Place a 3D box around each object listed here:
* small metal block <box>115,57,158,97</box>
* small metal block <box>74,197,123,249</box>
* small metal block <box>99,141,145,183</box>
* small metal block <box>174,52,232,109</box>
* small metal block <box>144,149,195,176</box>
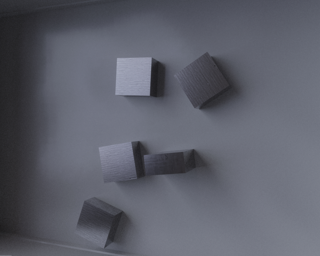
[{"bbox_3d":[-0.031,-0.068,0.421,0.050,0.025,0.050,3,91,20],"label":"small metal block"},{"bbox_3d":[-0.087,0.134,0.441,0.050,0.025,0.050,20,97,18],"label":"small metal block"},{"bbox_3d":[-0.053,0.047,0.429,0.050,0.025,0.050,-10,87,19],"label":"small metal block"},{"bbox_3d":[0.054,-0.059,0.391,0.050,0.025,0.050,-34,79,17],"label":"small metal block"},{"bbox_3d":[0.014,0.043,0.392,0.050,0.050,0.025,-7,88,20],"label":"small metal block"}]
